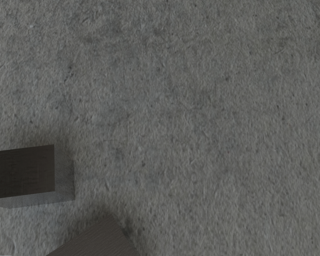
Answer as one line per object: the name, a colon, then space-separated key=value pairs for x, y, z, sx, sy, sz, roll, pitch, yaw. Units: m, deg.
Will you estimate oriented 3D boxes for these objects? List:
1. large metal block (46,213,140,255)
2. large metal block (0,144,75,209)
large metal block: x=-0.064 y=0.152 z=0.338 sx=0.080 sy=0.050 sz=0.080 roll=-31 pitch=73 yaw=-11
large metal block: x=-0.149 y=0.059 z=0.356 sx=0.081 sy=0.080 sz=0.050 roll=-7 pitch=70 yaw=-3
